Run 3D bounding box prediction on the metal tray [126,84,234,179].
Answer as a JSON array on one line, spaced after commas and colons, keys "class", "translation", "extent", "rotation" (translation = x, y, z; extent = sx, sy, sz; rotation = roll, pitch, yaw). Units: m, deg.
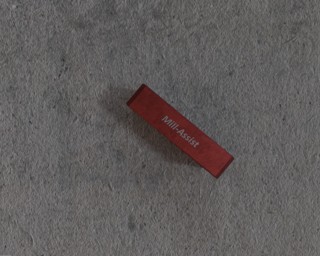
[{"class": "metal tray", "translation": [0.022, 0.003, 0.379], "extent": [0.130, 0.090, 0.030], "rotation": [39, 90, -1]}]
